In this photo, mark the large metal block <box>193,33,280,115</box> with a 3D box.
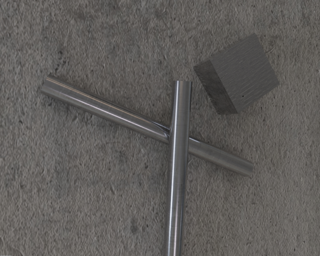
[{"bbox_3d":[0.107,-0.074,0.435,0.080,0.050,0.080,-33,101,-17],"label":"large metal block"}]

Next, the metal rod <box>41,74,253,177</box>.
[{"bbox_3d":[-0.002,0.004,0.408,0.302,0.025,0.025,23,82,-19],"label":"metal rod"}]

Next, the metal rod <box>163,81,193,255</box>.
[{"bbox_3d":[0.020,0.090,0.398,0.025,0.025,0.298,0,97,-20],"label":"metal rod"}]
